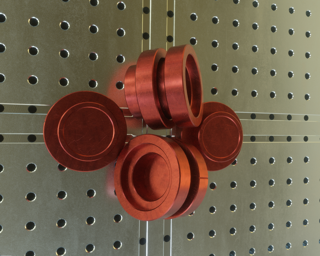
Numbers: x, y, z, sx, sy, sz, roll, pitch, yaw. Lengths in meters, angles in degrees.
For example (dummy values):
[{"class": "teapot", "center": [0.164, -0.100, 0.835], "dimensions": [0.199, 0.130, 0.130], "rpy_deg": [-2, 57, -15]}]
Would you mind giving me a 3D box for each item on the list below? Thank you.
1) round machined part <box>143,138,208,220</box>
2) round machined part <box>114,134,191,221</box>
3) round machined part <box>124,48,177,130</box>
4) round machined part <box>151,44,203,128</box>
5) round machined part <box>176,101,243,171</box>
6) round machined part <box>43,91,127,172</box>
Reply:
[{"class": "round machined part", "center": [0.018, 0.063, 0.390], "dimensions": [0.042, 0.098, 0.098], "rpy_deg": [14, 85, -51]}, {"class": "round machined part", "center": [-0.005, 0.058, 0.367], "dimensions": [0.042, 0.098, 0.098], "rpy_deg": [13, 85, -52]}, {"class": "round machined part", "center": [-0.011, -0.046, 0.382], "dimensions": [0.042, 0.098, 0.097], "rpy_deg": [-5, 92, 20]}, {"class": "round machined part", "center": [0.021, -0.048, 0.374], "dimensions": [0.042, 0.098, 0.097], "rpy_deg": [-5, 92, 20]}, {"class": "round machined part", "center": [0.075, 0.012, 0.431], "dimensions": [0.099, 0.042, 0.097], "rpy_deg": [0, 90, -20]}, {"class": "round machined part", "center": [-0.087, 0.004, 0.371], "dimensions": [0.099, 0.042, 0.097], "rpy_deg": [0, 90, -20]}]
